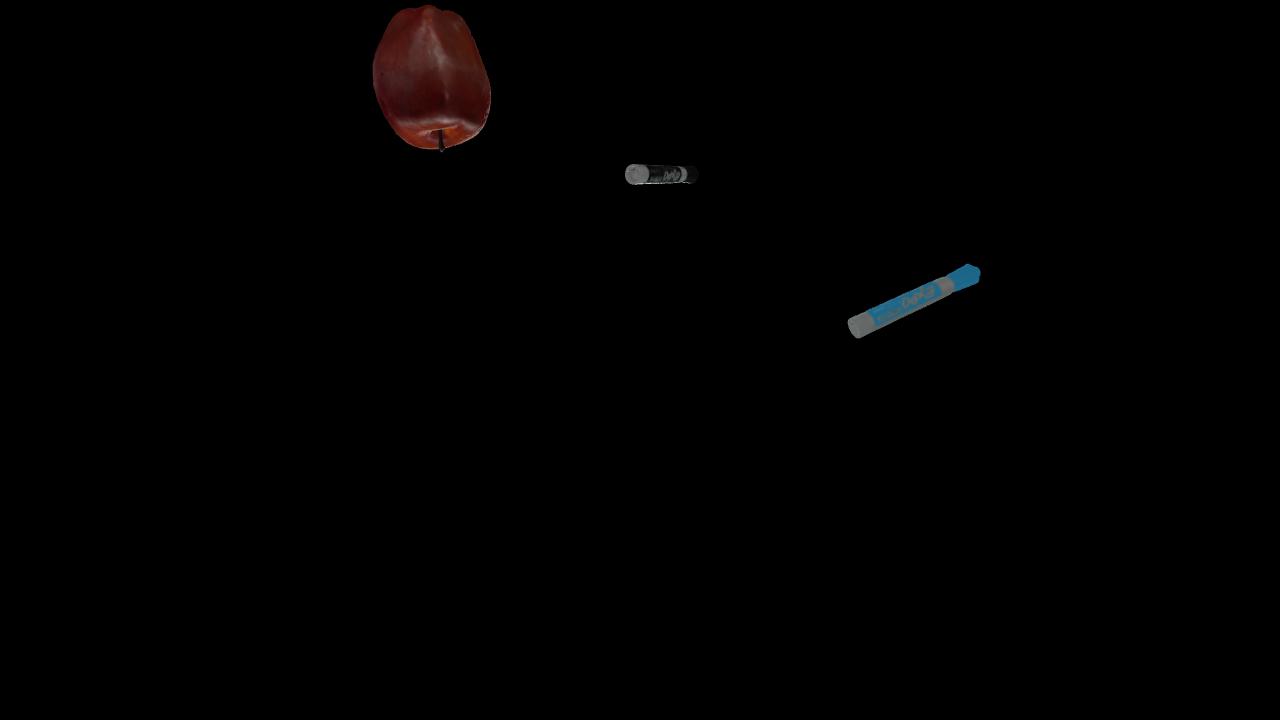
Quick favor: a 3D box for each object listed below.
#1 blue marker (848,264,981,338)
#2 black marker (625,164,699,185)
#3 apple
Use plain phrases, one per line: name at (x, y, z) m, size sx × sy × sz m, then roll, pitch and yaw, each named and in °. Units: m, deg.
blue marker at (0.234, -0.051, 0.522) m, size 0.121 × 0.020 × 0.020 m, roll -24°, pitch 2°, yaw -5°
black marker at (0.026, -0.191, 0.631) m, size 0.020 × 0.020 × 0.121 m, roll 0°, pitch 14°, yaw 35°
apple at (-0.145, -0.193, 0.429) m, size 0.079 × 0.093 × 0.079 m, roll -6°, pitch 2°, yaw 0°
